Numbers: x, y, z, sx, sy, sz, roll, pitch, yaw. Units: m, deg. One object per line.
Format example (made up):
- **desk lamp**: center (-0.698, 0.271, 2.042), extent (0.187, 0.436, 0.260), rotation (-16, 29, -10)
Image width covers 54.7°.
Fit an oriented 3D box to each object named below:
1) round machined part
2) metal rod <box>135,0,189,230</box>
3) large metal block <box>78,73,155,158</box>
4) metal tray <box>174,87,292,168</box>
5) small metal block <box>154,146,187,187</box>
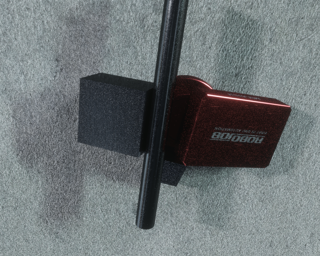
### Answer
- **round machined part**: center (0.031, -0.015, 0.396), extent (0.099, 0.042, 0.097), rotation (0, 110, 0)
- **metal rod**: center (0.000, -0.015, 0.361), extent (0.025, 0.025, 0.298), rotation (7, 108, -3)
- **large metal block**: center (-0.050, -0.018, 0.379), extent (0.080, 0.050, 0.079), rotation (13, 111, 14)
- **metal tray**: center (0.091, 0.003, 0.387), extent (0.131, 0.030, 0.089), rotation (5, 112, -24)
- **small metal block**: center (0.006, 0.050, 0.419), extent (0.050, 0.025, 0.050), rotation (15, 135, -5)
